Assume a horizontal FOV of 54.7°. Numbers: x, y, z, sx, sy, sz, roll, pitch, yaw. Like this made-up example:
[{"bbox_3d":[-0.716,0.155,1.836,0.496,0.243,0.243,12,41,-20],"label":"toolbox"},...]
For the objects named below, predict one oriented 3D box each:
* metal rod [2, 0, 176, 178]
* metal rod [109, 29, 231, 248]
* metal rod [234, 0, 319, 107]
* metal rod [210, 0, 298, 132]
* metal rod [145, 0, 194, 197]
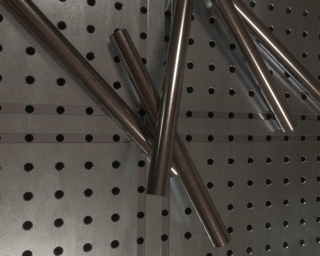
[{"bbox_3d":[-0.076,-0.050,0.384,0.025,0.025,0.300,-46,105,-14],"label":"metal rod"},{"bbox_3d":[0.014,0.014,0.397,0.025,0.025,0.299,-27,92,-18],"label":"metal rod"},{"bbox_3d":[0.204,-0.103,0.489,0.301,0.025,0.025,39,78,-16],"label":"metal rod"},{"bbox_3d":[0.124,-0.119,0.449,0.025,0.025,0.299,-39,107,-16],"label":"metal rod"},{"bbox_3d":[0.017,-0.066,0.387,0.025,0.025,0.299,15,73,-20],"label":"metal rod"}]
